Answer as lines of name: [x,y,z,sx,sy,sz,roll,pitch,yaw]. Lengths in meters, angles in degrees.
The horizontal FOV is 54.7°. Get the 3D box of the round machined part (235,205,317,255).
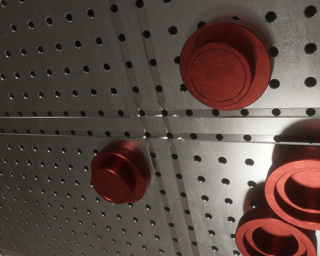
round machined part: [0.152,0.141,0.407,0.098,0.042,0.097,13,124,20]

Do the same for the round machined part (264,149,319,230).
round machined part: [0.172,0.064,0.349,0.098,0.042,0.097,13,124,20]

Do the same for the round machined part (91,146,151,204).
round machined part: [-0.067,0.080,0.483,0.098,0.042,0.097,13,124,20]

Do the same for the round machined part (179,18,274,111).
round machined part: [0.066,-0.062,0.327,0.098,0.042,0.097,13,124,20]
